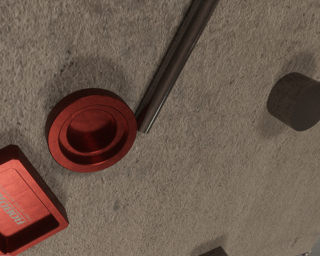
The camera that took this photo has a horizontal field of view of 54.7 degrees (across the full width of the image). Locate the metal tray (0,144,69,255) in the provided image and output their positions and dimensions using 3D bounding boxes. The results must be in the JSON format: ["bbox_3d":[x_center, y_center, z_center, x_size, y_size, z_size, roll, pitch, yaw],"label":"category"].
[{"bbox_3d":[-0.177,0.091,0.363,0.091,0.030,0.129,-28,128,-11],"label":"metal tray"}]

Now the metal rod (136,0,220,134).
[{"bbox_3d":[0.043,-0.125,0.354,0.025,0.025,0.298,17,109,-35],"label":"metal rod"}]

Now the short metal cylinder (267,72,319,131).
[{"bbox_3d":[0.218,-0.041,0.487,0.081,0.050,0.079,-14,125,-21],"label":"short metal cylinder"}]

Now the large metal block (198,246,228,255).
[{"bbox_3d":[0.102,0.302,0.636,0.081,0.050,0.079,-15,125,-21],"label":"large metal block"}]

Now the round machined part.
[{"bbox_3d":[-0.079,-0.001,0.353,0.099,0.042,0.097,-14,125,-21],"label":"round machined part"}]
